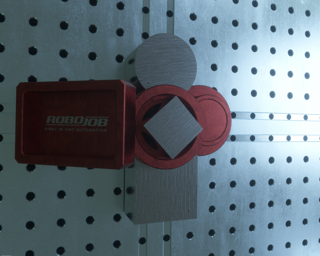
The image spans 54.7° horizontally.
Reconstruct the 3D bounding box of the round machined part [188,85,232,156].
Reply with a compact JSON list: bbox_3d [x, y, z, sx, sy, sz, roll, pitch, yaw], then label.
[{"bbox_3d":[0.056,-0.010,0.423,0.099,0.042,0.097,0,90,-20],"label":"round machined part"}]

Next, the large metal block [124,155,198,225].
[{"bbox_3d":[0.000,0.073,0.396,0.081,0.050,0.080,1,90,-20],"label":"large metal block"}]

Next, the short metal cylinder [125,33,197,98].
[{"bbox_3d":[0.000,-0.075,0.399,0.081,0.050,0.080,0,90,-20],"label":"short metal cylinder"}]

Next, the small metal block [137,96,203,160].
[{"bbox_3d":[0.012,-0.001,0.351,0.050,0.025,0.050,-43,104,-15],"label":"small metal block"}]

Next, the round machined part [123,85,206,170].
[{"bbox_3d":[0.002,-0.001,0.373,0.099,0.042,0.097,0,90,-20],"label":"round machined part"}]

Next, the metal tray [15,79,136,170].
[{"bbox_3d":[-0.093,-0.005,0.337,0.130,0.030,0.089,1,90,17],"label":"metal tray"}]
